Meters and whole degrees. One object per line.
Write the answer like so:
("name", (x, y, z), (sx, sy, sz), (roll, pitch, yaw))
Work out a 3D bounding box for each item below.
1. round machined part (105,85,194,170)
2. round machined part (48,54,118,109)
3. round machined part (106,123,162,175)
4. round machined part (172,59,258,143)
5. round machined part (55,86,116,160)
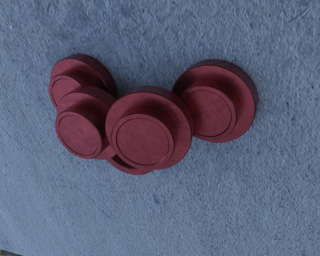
("round machined part", (-0.014, 0.006, 0.340), (0.098, 0.042, 0.097), (5, 117, 10))
("round machined part", (-0.111, -0.048, 0.423), (0.098, 0.042, 0.097), (13, 124, 20))
("round machined part", (-0.036, 0.013, 0.423), (0.098, 0.042, 0.097), (13, 124, 20))
("round machined part", (0.057, -0.024, 0.350), (0.098, 0.042, 0.097), (13, 124, 20))
("round machined part", (-0.090, 0.000, 0.388), (0.098, 0.042, 0.097), (13, 124, 20))
